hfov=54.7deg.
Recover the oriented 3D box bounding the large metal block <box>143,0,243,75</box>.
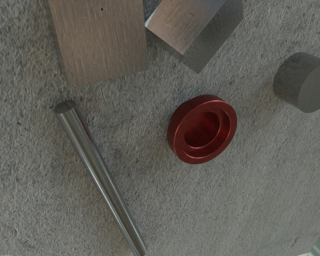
[{"bbox_3d":[0.039,-0.110,0.321,0.080,0.050,0.080,-51,165,8],"label":"large metal block"}]

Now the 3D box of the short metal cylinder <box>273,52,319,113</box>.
[{"bbox_3d":[0.223,-0.070,0.472,0.081,0.050,0.079,-14,125,-21],"label":"short metal cylinder"}]

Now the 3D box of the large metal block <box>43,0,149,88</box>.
[{"bbox_3d":[-0.061,-0.094,0.300,0.081,0.050,0.079,-17,126,-19],"label":"large metal block"}]

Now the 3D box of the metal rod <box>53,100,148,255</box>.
[{"bbox_3d":[-0.068,0.090,0.426,0.025,0.025,0.298,-27,128,-12],"label":"metal rod"}]

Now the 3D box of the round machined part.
[{"bbox_3d":[0.053,-0.002,0.426,0.099,0.042,0.097,-14,125,-21],"label":"round machined part"}]
